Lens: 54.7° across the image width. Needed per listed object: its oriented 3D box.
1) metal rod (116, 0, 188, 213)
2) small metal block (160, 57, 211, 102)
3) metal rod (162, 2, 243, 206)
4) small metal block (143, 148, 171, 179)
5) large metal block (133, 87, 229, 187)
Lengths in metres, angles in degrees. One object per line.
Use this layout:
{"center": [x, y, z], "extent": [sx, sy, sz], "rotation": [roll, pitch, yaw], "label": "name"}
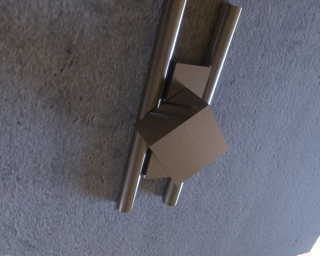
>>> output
{"center": [-0.016, -0.016, 0.392], "extent": [0.025, 0.025, 0.298], "rotation": [1, 118, -29], "label": "metal rod"}
{"center": [0.030, -0.059, 0.388], "extent": [0.050, 0.025, 0.050], "rotation": [1, 118, -29], "label": "small metal block"}
{"center": [0.051, -0.015, 0.429], "extent": [0.025, 0.025, 0.298], "rotation": [1, 118, -29], "label": "metal rod"}
{"center": [0.002, 0.043, 0.436], "extent": [0.050, 0.025, 0.050], "rotation": [1, 118, -29], "label": "small metal block"}
{"center": [0.027, 0.012, 0.381], "extent": [0.080, 0.050, 0.080], "rotation": [-35, 129, -5], "label": "large metal block"}
